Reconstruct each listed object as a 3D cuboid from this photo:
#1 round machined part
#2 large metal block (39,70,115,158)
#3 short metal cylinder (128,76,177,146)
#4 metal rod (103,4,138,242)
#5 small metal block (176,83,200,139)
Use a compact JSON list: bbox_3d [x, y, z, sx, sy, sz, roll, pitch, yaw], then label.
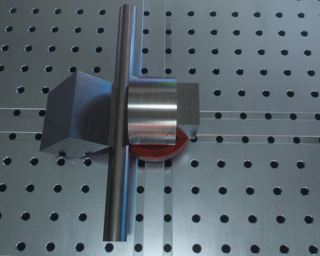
[{"bbox_3d":[-0.008,-0.003,0.402,0.099,0.042,0.098,0,70,-1],"label":"round machined part"},{"bbox_3d":[-0.102,-0.013,0.380,0.050,0.080,0.080,18,64,-38],"label":"large metal block"},{"bbox_3d":[-0.008,-0.020,0.358,0.050,0.080,0.080,1,70,0],"label":"short metal cylinder"},{"bbox_3d":[-0.045,-0.022,0.375,0.025,0.025,0.299,1,70,0],"label":"metal rod"},{"bbox_3d":[0.030,-0.019,0.361,0.025,0.050,0.050,1,70,0],"label":"small metal block"}]
